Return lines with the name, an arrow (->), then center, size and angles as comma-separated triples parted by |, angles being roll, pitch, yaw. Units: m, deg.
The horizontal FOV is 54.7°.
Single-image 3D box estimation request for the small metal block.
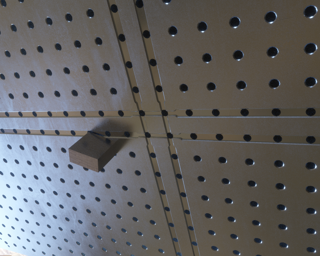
small metal block -> -0.101, 0.035, 0.468 | 0.050, 0.050, 0.025 | 17, 125, 18
